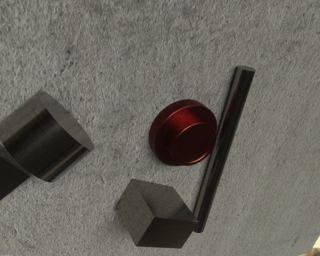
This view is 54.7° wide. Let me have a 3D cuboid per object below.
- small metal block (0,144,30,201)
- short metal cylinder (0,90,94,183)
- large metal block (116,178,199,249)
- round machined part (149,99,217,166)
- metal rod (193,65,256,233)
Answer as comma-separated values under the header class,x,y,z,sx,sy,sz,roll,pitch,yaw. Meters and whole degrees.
class,x,y,z,sx,sy,sz,roll,pitch,yaw
small metal block,-0.182,0.049,0.339,0.050,0.025,0.050,-39,130,-2
short metal cylinder,-0.113,0.008,0.315,0.050,0.080,0.080,-41,130,-1
large metal block,-0.005,0.123,0.446,0.080,0.080,0.050,19,108,-36
round machined part,0.038,0.013,0.427,0.099,0.042,0.097,-14,125,-21
metal rod,0.093,0.049,0.489,0.025,0.025,0.298,-4,120,-27
